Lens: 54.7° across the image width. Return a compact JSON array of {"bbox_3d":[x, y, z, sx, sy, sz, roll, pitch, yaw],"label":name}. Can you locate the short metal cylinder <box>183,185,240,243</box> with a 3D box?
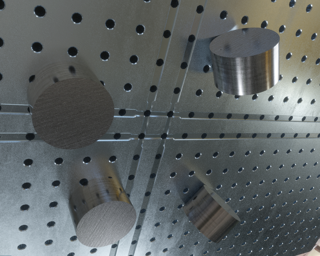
[{"bbox_3d":[0.084,0.140,0.508,0.050,0.080,0.080,-47,129,5],"label":"short metal cylinder"}]

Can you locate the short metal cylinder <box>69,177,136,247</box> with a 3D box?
[{"bbox_3d":[-0.079,0.114,0.423,0.081,0.050,0.079,-14,124,-21],"label":"short metal cylinder"}]

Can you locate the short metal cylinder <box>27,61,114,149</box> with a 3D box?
[{"bbox_3d":[-0.095,-0.024,0.328,0.081,0.050,0.079,-14,124,-21],"label":"short metal cylinder"}]

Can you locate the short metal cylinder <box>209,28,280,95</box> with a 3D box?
[{"bbox_3d":[0.104,-0.083,0.381,0.080,0.080,0.050,-25,128,-13],"label":"short metal cylinder"}]
